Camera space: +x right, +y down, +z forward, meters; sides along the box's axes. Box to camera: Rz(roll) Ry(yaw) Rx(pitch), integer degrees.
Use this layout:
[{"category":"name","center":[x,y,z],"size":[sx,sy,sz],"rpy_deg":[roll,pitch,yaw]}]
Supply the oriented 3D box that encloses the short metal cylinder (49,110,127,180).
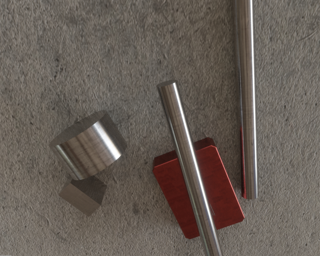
[{"category":"short metal cylinder","center":[-0.088,0.020,0.387],"size":[0.080,0.080,0.050],"rpy_deg":[-27,108,9]}]

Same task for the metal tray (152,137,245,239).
[{"category":"metal tray","center":[0.055,0.088,0.440],"size":[0.090,0.030,0.129],"rpy_deg":[-22,109,7]}]

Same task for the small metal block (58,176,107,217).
[{"category":"small metal block","center":[-0.105,0.086,0.427],"size":[0.050,0.050,0.025],"rpy_deg":[41,105,-14]}]

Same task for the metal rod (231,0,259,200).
[{"category":"metal rod","center":[0.110,-0.043,0.394],"size":[0.025,0.025,0.298],"rpy_deg":[-7,110,2]}]

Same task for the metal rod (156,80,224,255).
[{"category":"metal rod","center":[0.048,0.083,0.408],"size":[0.025,0.025,0.298],"rpy_deg":[-15,110,5]}]
